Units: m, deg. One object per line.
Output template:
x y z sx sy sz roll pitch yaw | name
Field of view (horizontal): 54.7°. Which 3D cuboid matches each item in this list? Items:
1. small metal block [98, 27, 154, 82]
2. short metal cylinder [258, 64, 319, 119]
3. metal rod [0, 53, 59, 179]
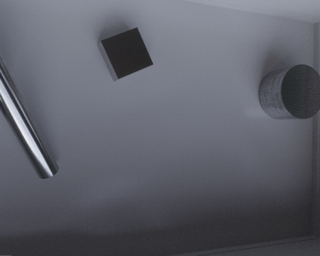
-0.044 -0.093 0.395 0.050 0.025 0.050 -27 99 -18 | small metal block
0.200 -0.053 0.473 0.081 0.050 0.079 0 90 -21 | short metal cylinder
-0.163 -0.071 0.285 0.025 0.025 0.298 -27 124 -18 | metal rod
